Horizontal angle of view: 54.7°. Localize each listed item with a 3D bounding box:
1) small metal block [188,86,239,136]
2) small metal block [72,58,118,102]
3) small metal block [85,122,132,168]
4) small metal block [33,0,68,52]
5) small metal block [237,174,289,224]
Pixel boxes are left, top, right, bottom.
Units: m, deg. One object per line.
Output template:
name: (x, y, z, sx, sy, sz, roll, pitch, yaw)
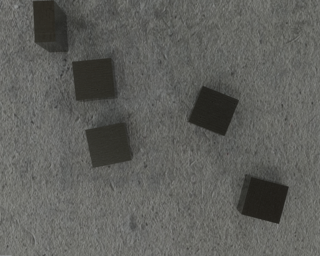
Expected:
small metal block: (0.069, -0.022, 0.410, 0.050, 0.025, 0.050, 22, 90, 0)
small metal block: (-0.085, -0.063, 0.409, 0.050, 0.025, 0.050, -6, 90, 0)
small metal block: (-0.066, 0.022, 0.409, 0.050, 0.025, 0.050, -11, 90, 0)
small metal block: (-0.139, -0.128, 0.396, 0.025, 0.050, 0.050, -2, 90, 0)
small metal block: (0.136, 0.093, 0.411, 0.050, 0.025, 0.050, 15, 90, 0)
